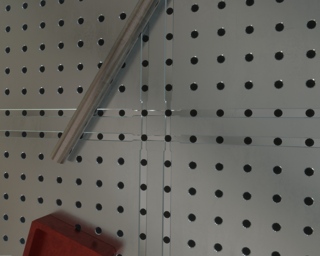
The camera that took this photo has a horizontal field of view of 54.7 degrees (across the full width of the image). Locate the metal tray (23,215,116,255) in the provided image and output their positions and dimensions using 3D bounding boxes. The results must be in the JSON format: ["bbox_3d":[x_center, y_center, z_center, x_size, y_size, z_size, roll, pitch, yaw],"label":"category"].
[{"bbox_3d":[-0.139,0.197,0.457,0.130,0.030,0.089,19,96,18],"label":"metal tray"}]

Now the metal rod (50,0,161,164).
[{"bbox_3d":[-0.074,-0.077,0.437,0.025,0.025,0.299,36,101,16],"label":"metal rod"}]
